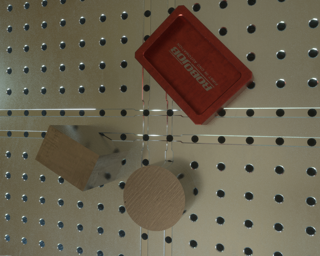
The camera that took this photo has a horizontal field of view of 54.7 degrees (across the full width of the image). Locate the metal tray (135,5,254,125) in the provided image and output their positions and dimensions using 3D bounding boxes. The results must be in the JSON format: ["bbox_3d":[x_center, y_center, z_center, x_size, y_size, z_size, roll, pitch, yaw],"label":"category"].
[{"bbox_3d":[0.041,-0.078,0.395,0.090,0.030,0.130,-44,77,14],"label":"metal tray"}]

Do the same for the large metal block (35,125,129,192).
[{"bbox_3d":[-0.102,0.036,0.419,0.080,0.080,0.050,29,100,17],"label":"large metal block"}]

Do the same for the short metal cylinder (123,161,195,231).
[{"bbox_3d":[0.000,0.085,0.399,0.080,0.050,0.079,0,90,20],"label":"short metal cylinder"}]
